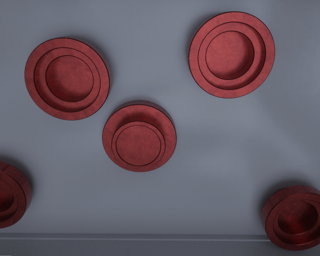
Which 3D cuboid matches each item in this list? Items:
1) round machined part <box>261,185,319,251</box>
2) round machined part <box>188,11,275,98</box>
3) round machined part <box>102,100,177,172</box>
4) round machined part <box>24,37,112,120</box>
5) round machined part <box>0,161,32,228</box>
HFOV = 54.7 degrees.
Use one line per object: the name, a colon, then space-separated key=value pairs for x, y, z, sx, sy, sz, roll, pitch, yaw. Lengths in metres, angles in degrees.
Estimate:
round machined part: x=0.196 y=0.125 z=0.450 sx=0.099 sy=0.042 sz=0.097 roll=0 pitch=110 yaw=0
round machined part: x=0.081 y=-0.088 z=0.370 sx=0.099 sy=0.042 sz=0.097 roll=0 pitch=110 yaw=0
round machined part: x=-0.027 y=0.016 z=0.408 sx=0.099 sy=0.042 sz=0.097 roll=0 pitch=110 yaw=0
round machined part: x=-0.107 y=-0.062 z=0.378 sx=0.099 sy=0.042 sz=0.097 roll=0 pitch=110 yaw=0
round machined part: x=-0.228 y=0.087 z=0.432 sx=0.099 sy=0.042 sz=0.097 roll=0 pitch=110 yaw=0
